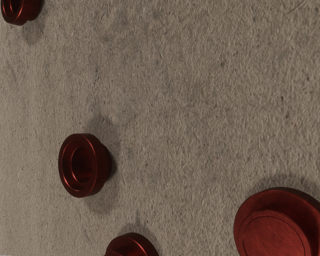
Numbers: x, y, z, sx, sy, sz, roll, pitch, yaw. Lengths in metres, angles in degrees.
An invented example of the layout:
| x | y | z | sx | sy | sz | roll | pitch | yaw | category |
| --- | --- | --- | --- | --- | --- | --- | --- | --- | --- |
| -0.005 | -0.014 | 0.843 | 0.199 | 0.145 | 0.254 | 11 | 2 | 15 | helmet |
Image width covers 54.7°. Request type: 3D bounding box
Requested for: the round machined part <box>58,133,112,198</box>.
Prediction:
| x | y | z | sx | sy | sz | roll | pitch | yaw | category |
| --- | --- | --- | --- | --- | --- | --- | --- | --- | --- |
| -0.113 | 0.057 | 0.485 | 0.098 | 0.042 | 0.097 | 0 | 90 | 39 | round machined part |

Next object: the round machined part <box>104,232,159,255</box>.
| x | y | z | sx | sy | sz | roll | pitch | yaw | category |
| --- | --- | --- | --- | --- | --- | --- | --- | --- | --- |
| -0.046 | 0.200 | 0.429 | 0.098 | 0.042 | 0.097 | 0 | 90 | 39 | round machined part |

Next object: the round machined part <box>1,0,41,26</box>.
| x | y | z | sx | sy | sz | roll | pitch | yaw | category |
| --- | --- | --- | --- | --- | --- | --- | --- | --- | --- |
| -0.273 | -0.252 | 0.615 | 0.098 | 0.042 | 0.097 | 0 | 90 | 39 | round machined part |

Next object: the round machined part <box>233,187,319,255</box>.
| x | y | z | sx | sy | sz | roll | pitch | yaw | category |
| --- | --- | --- | --- | --- | --- | --- | --- | --- | --- |
| 0.115 | 0.109 | 0.298 | 0.098 | 0.042 | 0.097 | 0 | 90 | 39 | round machined part |
